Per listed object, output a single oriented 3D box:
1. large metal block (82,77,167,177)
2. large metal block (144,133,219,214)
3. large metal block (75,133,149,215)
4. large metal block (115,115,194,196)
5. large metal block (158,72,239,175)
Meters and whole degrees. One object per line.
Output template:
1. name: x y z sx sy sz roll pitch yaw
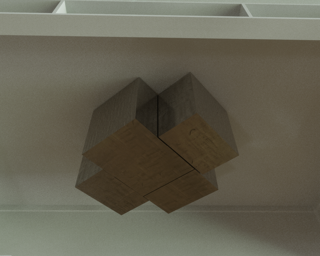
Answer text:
1. large metal block: -0.040 -0.001 0.369 0.080 0.080 0.050 -32 123 24
2. large metal block: 0.026 0.056 0.421 0.080 0.080 0.050 -32 123 24
3. large metal block: -0.060 0.057 0.420 0.050 0.080 0.080 -33 123 25
4. large metal block: -0.007 0.027 0.395 0.080 0.080 0.050 -32 123 24
5. large metal block: 0.043 -0.006 0.368 0.050 0.080 0.080 -33 123 25
